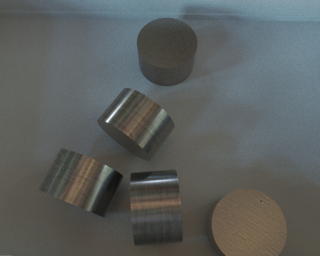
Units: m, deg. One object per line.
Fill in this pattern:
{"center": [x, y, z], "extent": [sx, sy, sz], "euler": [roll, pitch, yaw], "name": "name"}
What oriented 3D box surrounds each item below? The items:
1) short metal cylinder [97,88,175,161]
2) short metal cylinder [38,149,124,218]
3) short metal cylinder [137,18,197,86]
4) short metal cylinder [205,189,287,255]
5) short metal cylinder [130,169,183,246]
{"center": [-0.029, -0.004, 0.381], "extent": [0.080, 0.080, 0.050], "euler": [33, 74, 11], "name": "short metal cylinder"}
{"center": [-0.089, 0.064, 0.356], "extent": [0.080, 0.080, 0.050], "euler": [21, 72, 7], "name": "short metal cylinder"}
{"center": [0.010, -0.106, 0.435], "extent": [0.081, 0.050, 0.080], "euler": [0, 70, 0], "name": "short metal cylinder"}
{"center": [0.096, 0.114, 0.355], "extent": [0.081, 0.050, 0.080], "euler": [0, 70, 0], "name": "short metal cylinder"}
{"center": [-0.004, 0.088, 0.348], "extent": [0.050, 0.080, 0.080], "euler": [-4, 70, -2], "name": "short metal cylinder"}
